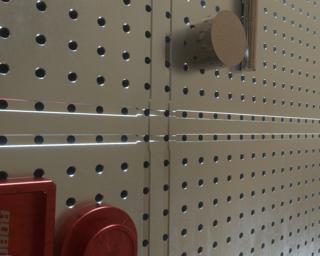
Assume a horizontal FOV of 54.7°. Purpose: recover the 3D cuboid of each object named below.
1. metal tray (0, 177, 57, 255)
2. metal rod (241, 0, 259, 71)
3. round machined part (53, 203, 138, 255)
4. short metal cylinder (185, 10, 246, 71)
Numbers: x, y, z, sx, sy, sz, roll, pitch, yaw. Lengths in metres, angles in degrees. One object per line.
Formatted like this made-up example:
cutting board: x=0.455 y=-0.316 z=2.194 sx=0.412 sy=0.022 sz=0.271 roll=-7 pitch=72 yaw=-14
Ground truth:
metal tray: x=-0.147 y=0.114 z=0.282 sx=0.091 sy=0.030 sz=0.129 roll=3 pitch=88 yaw=-40
metal rod: x=0.161 y=-0.249 z=0.542 sx=0.025 sy=0.025 sz=0.298 roll=5 pitch=87 yaw=-40
round machined part: x=-0.064 y=0.137 z=0.345 sx=0.099 sy=0.042 sz=0.097 roll=0 pitch=90 yaw=-40
short metal cylinder: x=0.084 y=-0.128 z=0.463 sx=0.081 sy=0.050 sz=0.080 roll=0 pitch=90 yaw=-40
